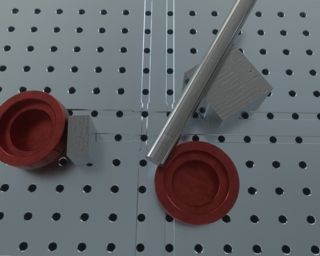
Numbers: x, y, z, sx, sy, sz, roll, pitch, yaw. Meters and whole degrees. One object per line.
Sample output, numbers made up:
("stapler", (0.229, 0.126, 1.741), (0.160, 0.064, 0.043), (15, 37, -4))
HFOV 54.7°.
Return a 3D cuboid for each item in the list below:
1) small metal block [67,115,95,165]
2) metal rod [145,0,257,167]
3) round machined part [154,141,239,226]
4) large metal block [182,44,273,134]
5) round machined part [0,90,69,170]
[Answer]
("small metal block", (-0.098, 0.016, 0.391), (0.025, 0.050, 0.050), (-2, 70, -3))
("metal rod", (0.066, -0.086, 0.390), (0.025, 0.025, 0.300), (27, 72, 9))
("round machined part", (0.043, 0.068, 0.378), (0.099, 0.042, 0.098), (0, 70, 0))
("large metal block", (0.087, -0.053, 0.418), (0.080, 0.050, 0.080), (-32, 73, -11))
("round machined part", (-0.159, 0.005, 0.395), (0.098, 0.042, 0.098), (-3, 71, 8))
